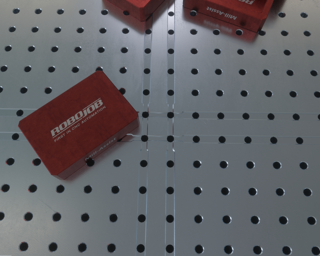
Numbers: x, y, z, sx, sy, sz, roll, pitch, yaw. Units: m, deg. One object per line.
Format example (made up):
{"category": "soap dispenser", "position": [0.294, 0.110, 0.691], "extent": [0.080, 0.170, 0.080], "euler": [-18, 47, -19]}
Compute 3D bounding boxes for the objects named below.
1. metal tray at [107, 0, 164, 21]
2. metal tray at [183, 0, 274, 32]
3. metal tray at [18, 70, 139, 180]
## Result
{"category": "metal tray", "position": [-0.024, -0.243, 0.497], "extent": [0.090, 0.030, 0.130], "euler": [35, 74, 12]}
{"category": "metal tray", "position": [0.112, -0.214, 0.487], "extent": [0.130, 0.030, 0.090], "euler": [22, 71, 8]}
{"category": "metal tray", "position": [-0.105, -0.006, 0.411], "extent": [0.130, 0.030, 0.090], "euler": [-36, 74, -12]}
